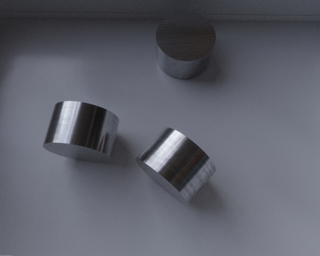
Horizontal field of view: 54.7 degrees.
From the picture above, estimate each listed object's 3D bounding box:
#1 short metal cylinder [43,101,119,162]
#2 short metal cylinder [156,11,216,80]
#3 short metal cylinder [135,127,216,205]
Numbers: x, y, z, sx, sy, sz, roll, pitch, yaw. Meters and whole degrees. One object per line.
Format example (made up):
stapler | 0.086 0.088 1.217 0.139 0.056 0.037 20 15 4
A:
short metal cylinder | -0.094 0.007 0.377 0.080 0.080 0.050 8 70 3
short metal cylinder | 0.035 -0.116 0.439 0.081 0.050 0.080 0 70 0
short metal cylinder | 0.018 0.045 0.364 0.080 0.080 0.050 39 75 13
